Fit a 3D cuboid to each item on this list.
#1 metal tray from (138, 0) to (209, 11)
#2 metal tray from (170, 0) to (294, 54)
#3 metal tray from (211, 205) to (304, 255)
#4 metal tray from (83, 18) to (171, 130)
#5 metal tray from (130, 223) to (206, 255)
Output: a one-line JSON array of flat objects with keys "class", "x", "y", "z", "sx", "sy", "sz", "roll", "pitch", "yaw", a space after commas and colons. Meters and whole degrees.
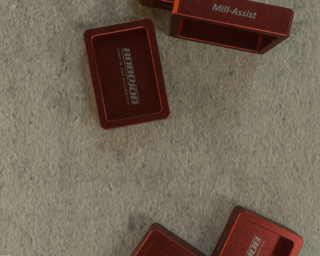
[{"class": "metal tray", "x": 0.042, "y": -0.200, "z": 0.407, "sx": 0.131, "sy": 0.030, "sz": 0.089, "roll": 11, "pitch": 90, "yaw": -1}, {"class": "metal tray", "x": 0.080, "y": -0.126, "z": 0.378, "sx": 0.131, "sy": 0.090, "sz": 0.030, "roll": 11, "pitch": 90, "yaw": -1}, {"class": "metal tray", "x": 0.117, "y": 0.181, "z": 0.409, "sx": 0.090, "sy": 0.030, "sz": 0.129, "roll": 26, "pitch": 90, "yaw": -1}, {"class": "metal tray", "x": -0.042, "y": -0.068, "z": 0.406, "sx": 0.091, "sy": 0.030, "sz": 0.129, "roll": -11, "pitch": 90, "yaw": -1}, {"class": "metal tray", "x": -0.007, "y": 0.204, "z": 0.407, "sx": 0.090, "sy": 0.030, "sz": 0.130, "roll": 34, "pitch": 90, "yaw": -1}]
